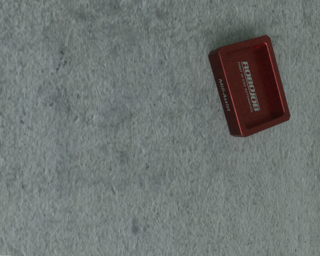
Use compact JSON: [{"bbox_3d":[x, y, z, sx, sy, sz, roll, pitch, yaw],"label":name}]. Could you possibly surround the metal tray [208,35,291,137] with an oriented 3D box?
[{"bbox_3d":[0.132,-0.061,0.454,0.091,0.030,0.129,-19,97,-19],"label":"metal tray"}]
